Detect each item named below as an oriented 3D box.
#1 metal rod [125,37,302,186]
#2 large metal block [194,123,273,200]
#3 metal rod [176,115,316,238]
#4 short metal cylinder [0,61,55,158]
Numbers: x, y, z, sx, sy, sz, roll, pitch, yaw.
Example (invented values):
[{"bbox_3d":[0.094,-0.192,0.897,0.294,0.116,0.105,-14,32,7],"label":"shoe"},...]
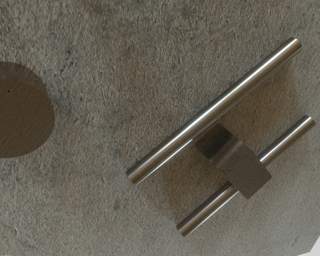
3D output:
[{"bbox_3d":[0.076,-0.024,0.435,0.300,0.025,0.025,-39,130,-2],"label":"metal rod"},{"bbox_3d":[0.109,0.049,0.464,0.050,0.080,0.080,-44,130,2],"label":"large metal block"},{"bbox_3d":[0.150,0.084,0.543,0.300,0.025,0.025,-40,130,-1],"label":"metal rod"},{"bbox_3d":[-0.148,-0.018,0.299,0.081,0.050,0.079,-14,125,-21],"label":"short metal cylinder"}]
